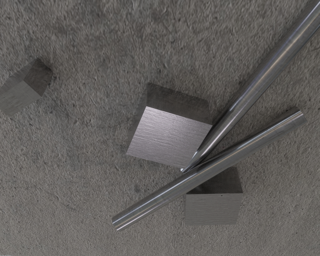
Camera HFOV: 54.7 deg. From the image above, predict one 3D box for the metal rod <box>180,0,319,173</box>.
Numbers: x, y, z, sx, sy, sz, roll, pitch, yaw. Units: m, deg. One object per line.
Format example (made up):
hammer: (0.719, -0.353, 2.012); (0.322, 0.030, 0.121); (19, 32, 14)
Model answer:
metal rod: (0.108, -0.041, 0.373); (0.025, 0.025, 0.298); (21, 127, -17)

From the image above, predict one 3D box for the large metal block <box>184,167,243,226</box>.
large metal block: (0.079, 0.107, 0.483); (0.080, 0.050, 0.079); (-2, 130, 1)

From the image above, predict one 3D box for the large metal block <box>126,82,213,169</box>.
large metal block: (0.009, -0.001, 0.390); (0.081, 0.050, 0.079); (16, 128, -13)

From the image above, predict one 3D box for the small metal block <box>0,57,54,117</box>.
small metal block: (-0.154, -0.047, 0.350); (0.050, 0.050, 0.025); (-26, 125, 20)

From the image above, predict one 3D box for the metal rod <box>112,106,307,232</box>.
metal rod: (0.058, 0.063, 0.429); (0.300, 0.025, 0.025); (-33, 123, 13)
